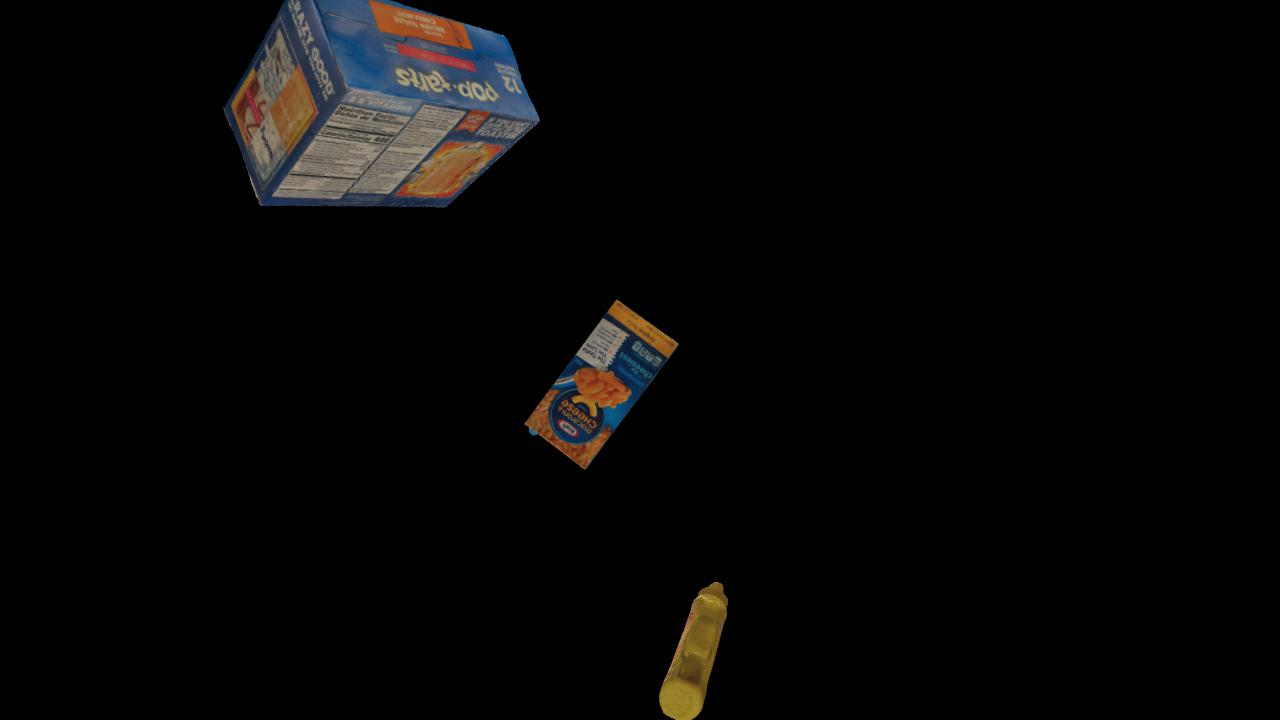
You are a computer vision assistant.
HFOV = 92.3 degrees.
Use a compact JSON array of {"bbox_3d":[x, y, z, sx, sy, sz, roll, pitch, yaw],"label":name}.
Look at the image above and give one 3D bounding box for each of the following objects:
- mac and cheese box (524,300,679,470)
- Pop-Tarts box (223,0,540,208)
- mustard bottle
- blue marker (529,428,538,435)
[{"bbox_3d":[-0.045,0.028,0.730,0.093,0.184,0.041,36,2,1],"label":"mac and cheese box"},{"bbox_3d":[-0.189,-0.185,0.464,0.141,0.083,0.167,-25,-3,36],"label":"Pop-Tarts box"},{"bbox_3d":[0.080,0.368,0.811,0.054,0.092,0.184,15,34,15],"label":"mustard bottle"},{"bbox_3d":[-0.166,0.096,1.075,0.020,0.020,0.121,0,-35,-36],"label":"blue marker"}]
